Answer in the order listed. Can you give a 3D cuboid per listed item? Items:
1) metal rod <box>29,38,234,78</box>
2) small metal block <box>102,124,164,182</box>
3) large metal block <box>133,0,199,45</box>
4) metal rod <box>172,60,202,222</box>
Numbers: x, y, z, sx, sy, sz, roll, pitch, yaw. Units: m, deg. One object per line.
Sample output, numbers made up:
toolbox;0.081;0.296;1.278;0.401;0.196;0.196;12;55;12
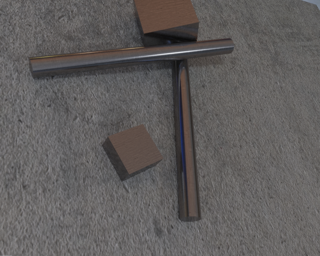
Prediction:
metal rod;-0.021;-0.102;0.433;0.303;0.025;0.025;-13;69;-26
small metal block;-0.033;0.029;0.370;0.050;0.025;0.050;-21;73;-36
large metal block;0.008;-0.166;0.475;0.081;0.050;0.080;-13;66;-4
metal rod;0.033;-0.022;0.436;0.025;0.025;0.299;13;56;-22
